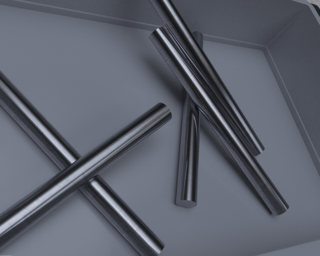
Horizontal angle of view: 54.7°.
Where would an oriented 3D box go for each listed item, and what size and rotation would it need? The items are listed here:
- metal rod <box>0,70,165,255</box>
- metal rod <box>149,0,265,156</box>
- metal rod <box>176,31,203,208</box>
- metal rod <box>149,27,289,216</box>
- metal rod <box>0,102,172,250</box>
[{"bbox_3d":[-0.108,0.023,0.332,0.300,0.025,0.025,46,51,4],"label":"metal rod"},{"bbox_3d":[0.061,-0.084,0.432,0.299,0.025,0.025,55,50,-12],"label":"metal rod"},{"bbox_3d":[0.047,-0.033,0.450,0.025,0.025,0.300,19,54,-17],"label":"metal rod"},{"bbox_3d":[0.081,-0.010,0.427,0.025,0.025,0.299,-35,90,-38],"label":"metal rod"},{"bbox_3d":[-0.099,0.060,0.289,0.302,0.025,0.025,-37,83,-30],"label":"metal rod"}]
